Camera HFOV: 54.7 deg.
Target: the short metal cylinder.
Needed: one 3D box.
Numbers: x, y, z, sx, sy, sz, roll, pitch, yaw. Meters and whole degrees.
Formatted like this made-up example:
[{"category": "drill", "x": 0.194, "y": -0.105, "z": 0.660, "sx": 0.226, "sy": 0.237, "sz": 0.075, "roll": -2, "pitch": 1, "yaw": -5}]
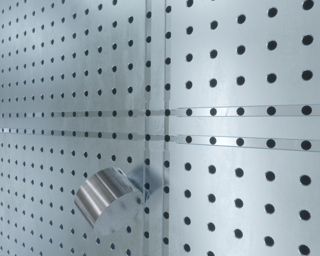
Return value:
[{"category": "short metal cylinder", "x": -0.070, "y": 0.101, "z": 0.429, "sx": 0.050, "sy": 0.081, "sz": 0.079, "roll": 42, "pitch": 115, "yaw": 31}]
